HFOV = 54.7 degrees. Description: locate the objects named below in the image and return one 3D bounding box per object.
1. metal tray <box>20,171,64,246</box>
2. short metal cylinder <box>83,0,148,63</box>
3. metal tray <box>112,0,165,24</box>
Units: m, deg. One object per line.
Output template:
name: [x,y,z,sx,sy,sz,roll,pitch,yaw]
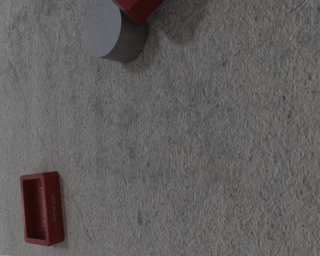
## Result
metal tray: [-0.225,0.151,0.587,0.090,0.030,0.129,-11,83,39]
short metal cylinder: [-0.064,-0.137,0.442,0.080,0.050,0.079,0,90,40]
metal tray: [-0.010,-0.202,0.378,0.130,0.030,0.090,-43,62,5]
